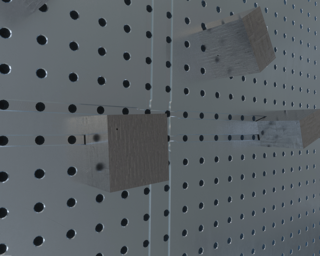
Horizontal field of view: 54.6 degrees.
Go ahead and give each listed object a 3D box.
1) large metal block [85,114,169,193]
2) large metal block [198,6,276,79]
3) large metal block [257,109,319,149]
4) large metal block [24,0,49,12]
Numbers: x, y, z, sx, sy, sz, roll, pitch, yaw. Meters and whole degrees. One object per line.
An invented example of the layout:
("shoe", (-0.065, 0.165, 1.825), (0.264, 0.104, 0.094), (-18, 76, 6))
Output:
("large metal block", (-0.037, 0.024, 0.361), (0.081, 0.050, 0.080), (-3, 92, -40))
("large metal block", (0.116, -0.126, 0.469), (0.050, 0.080, 0.080), (-40, 115, -33))
("large metal block", (0.240, 0.000, 0.573), (0.081, 0.080, 0.050), (-21, 103, -38))
("large metal block", (-0.113, -0.163, 0.278), (0.080, 0.080, 0.050), (49, 61, -29))
